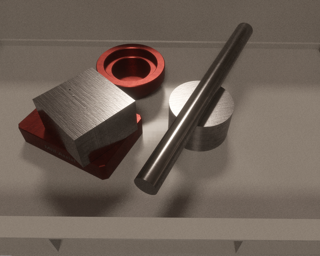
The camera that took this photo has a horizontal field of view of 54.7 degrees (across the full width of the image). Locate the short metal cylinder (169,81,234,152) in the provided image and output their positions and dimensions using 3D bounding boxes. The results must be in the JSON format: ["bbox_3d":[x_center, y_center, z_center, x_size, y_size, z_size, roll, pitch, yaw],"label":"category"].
[{"bbox_3d":[0.051,-0.016,0.403,0.081,0.050,0.080,0,50,0],"label":"short metal cylinder"}]

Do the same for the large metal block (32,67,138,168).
[{"bbox_3d":[-0.084,-0.015,0.361,0.080,0.050,0.080,-37,59,-27],"label":"large metal block"}]

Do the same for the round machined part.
[{"bbox_3d":[-0.042,-0.079,0.460,0.099,0.042,0.098,0,50,0],"label":"round machined part"}]

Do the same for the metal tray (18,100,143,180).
[{"bbox_3d":[-0.100,0.001,0.400,0.130,0.030,0.090,23,53,17],"label":"metal tray"}]

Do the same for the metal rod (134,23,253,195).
[{"bbox_3d":[0.057,-0.046,0.379,0.025,0.025,0.301,22,53,17],"label":"metal rod"}]
